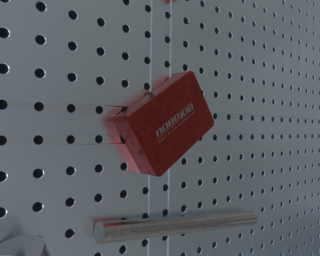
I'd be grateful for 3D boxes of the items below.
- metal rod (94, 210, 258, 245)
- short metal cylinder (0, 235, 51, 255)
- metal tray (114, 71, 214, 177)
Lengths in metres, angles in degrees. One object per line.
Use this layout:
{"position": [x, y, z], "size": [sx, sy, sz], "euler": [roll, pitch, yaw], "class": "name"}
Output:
{"position": [0.046, 0.138, 0.448], "size": [0.302, 0.025, 0.025], "euler": [9, 84, -40], "class": "metal rod"}
{"position": [-0.130, 0.138, 0.265], "size": [0.081, 0.080, 0.050], "euler": [-28, 108, -36], "class": "short metal cylinder"}
{"position": [0.012, -0.009, 0.416], "size": [0.131, 0.030, 0.090], "euler": [-40, 114, -33], "class": "metal tray"}
